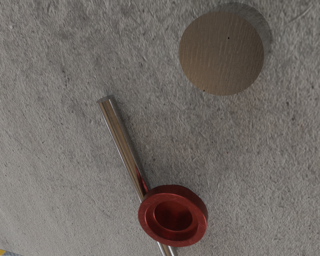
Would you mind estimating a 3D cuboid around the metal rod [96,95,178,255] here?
[{"bbox_3d":[-0.028,0.091,0.475,0.025,0.025,0.298,-6,116,30],"label":"metal rod"}]

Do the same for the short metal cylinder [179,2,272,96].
[{"bbox_3d":[0.065,-0.078,0.307,0.080,0.050,0.079,13,124,20],"label":"short metal cylinder"}]

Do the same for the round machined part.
[{"bbox_3d":[0.021,0.122,0.451,0.098,0.042,0.097,6,118,12],"label":"round machined part"}]
